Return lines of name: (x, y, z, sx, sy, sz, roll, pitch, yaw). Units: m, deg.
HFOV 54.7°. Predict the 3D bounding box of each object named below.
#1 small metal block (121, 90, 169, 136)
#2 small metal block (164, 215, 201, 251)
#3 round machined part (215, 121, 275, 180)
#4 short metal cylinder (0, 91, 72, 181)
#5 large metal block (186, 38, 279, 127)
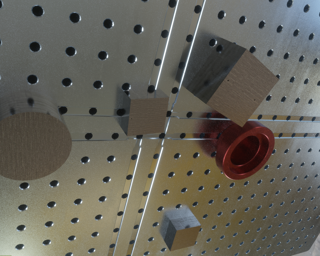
small metal block: (-0.020, -0.020, 0.390, 0.050, 0.025, 0.050, -6, 121, -26)
small metal block: (0.040, 0.187, 0.551, 0.050, 0.025, 0.050, -1, 119, -28)
round machined part: (0.129, 0.031, 0.493, 0.099, 0.042, 0.097, -14, 125, -21)
short metal cylinder: (-0.139, 0.008, 0.325, 0.081, 0.050, 0.079, -14, 125, -21)
large metal block: (0.097, -0.059, 0.414, 0.080, 0.050, 0.080, 27, 104, -38)
